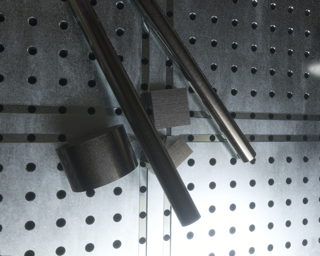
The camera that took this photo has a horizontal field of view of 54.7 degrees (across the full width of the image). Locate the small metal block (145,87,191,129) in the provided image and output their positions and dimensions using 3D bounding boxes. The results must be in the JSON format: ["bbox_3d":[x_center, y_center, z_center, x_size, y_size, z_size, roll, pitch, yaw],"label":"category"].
[{"bbox_3d":[0.011,-0.026,0.416,0.050,0.025,0.050,-8,93,-20],"label":"small metal block"}]

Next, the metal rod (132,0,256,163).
[{"bbox_3d":[0.046,-0.074,0.429,0.025,0.025,0.299,-40,103,-16],"label":"metal rod"}]

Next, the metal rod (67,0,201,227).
[{"bbox_3d":[-0.033,-0.026,0.364,0.025,0.025,0.299,-26,85,-18],"label":"metal rod"}]

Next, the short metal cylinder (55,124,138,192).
[{"bbox_3d":[-0.072,0.033,0.357,0.081,0.080,0.050,-22,98,-19],"label":"short metal cylinder"}]

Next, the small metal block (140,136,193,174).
[{"bbox_3d":[0.008,0.037,0.402,0.050,0.050,0.025,-43,104,-15],"label":"small metal block"}]
